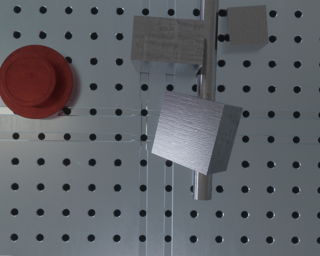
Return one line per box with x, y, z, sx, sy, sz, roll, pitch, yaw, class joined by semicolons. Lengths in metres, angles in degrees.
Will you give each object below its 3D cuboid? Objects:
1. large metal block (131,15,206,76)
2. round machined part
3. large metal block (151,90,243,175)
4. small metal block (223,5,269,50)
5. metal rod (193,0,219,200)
0.009;-0.098;0.386;0.081;0.080;0.050;4;90;0;large metal block
-0.163;-0.060;0.403;0.099;0.042;0.097;0;90;0;round machined part
0.044;0.003;0.377;0.080;0.050;0.079;19;100;36;large metal block
0.114;-0.133;0.414;0.050;0.025;0.050;-4;90;0;small metal block
0.062;-0.055;0.413;0.025;0.025;0.298;2;90;0;metal rod
